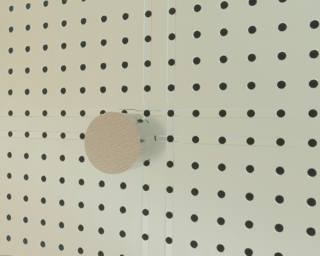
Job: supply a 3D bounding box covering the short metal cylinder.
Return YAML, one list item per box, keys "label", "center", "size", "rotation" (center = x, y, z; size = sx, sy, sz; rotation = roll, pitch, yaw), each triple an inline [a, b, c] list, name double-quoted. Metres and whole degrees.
- label: "short metal cylinder"
  center: [-0.053, 0.019, 0.419]
  size: [0.080, 0.050, 0.080]
  rotation: [0, 90, 20]
